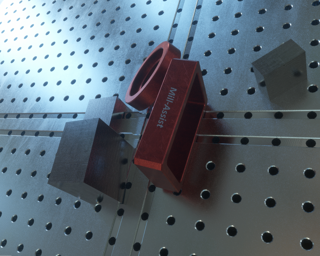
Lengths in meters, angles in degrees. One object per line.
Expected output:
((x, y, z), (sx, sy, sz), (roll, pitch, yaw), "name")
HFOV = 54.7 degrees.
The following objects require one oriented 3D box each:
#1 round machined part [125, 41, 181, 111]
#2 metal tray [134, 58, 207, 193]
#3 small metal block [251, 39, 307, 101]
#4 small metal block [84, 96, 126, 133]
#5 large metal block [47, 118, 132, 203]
((-0.002, -0.064, 0.418), (0.098, 0.042, 0.098), (-47, 23, 27), "round machined part")
((0.019, -0.002, 0.354), (0.030, 0.090, 0.130), (11, 67, 21), "metal tray")
((0.139, -0.066, 0.359), (0.050, 0.050, 0.025), (-32, 52, 7), "small metal block")
((-0.084, -0.018, 0.461), (0.050, 0.025, 0.050), (-4, 60, 25), "small metal block")
((-0.083, 0.044, 0.388), (0.050, 0.080, 0.080), (-7, 59, 24), "large metal block")
